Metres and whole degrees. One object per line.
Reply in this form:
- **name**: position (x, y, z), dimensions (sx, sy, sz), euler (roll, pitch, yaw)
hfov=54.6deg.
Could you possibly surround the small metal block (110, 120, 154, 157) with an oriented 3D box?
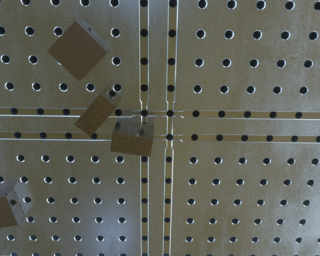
- **small metal block**: position (-0.035, 0.012, 0.404), dimensions (0.050, 0.050, 0.025), euler (9, 110, -3)

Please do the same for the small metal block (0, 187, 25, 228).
- **small metal block**: position (-0.236, 0.119, 0.455), dimensions (0.050, 0.025, 0.050), euler (-10, 110, 3)

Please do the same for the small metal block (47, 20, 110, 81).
- **small metal block**: position (-0.098, -0.094, 0.378), dimensions (0.050, 0.025, 0.050), euler (-42, 105, 14)

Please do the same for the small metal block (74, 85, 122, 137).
- **small metal block**: position (-0.077, -0.023, 0.391), dimensions (0.025, 0.050, 0.050), euler (40, 105, -13)
